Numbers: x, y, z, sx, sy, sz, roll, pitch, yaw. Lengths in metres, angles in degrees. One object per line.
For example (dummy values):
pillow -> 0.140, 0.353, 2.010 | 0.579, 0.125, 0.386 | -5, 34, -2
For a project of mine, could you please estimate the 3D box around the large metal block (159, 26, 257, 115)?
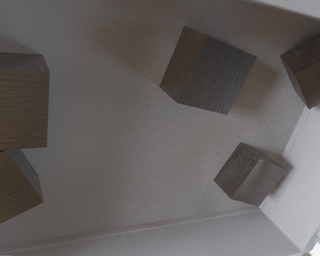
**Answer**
large metal block -> 0.058, -0.069, 0.381 | 0.081, 0.050, 0.079 | 10, 113, -33

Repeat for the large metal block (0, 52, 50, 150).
large metal block -> -0.152, -0.026, 0.293 | 0.081, 0.050, 0.079 | -3, 120, -27

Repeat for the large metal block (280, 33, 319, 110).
large metal block -> 0.235, -0.086, 0.451 | 0.080, 0.050, 0.080 | -29, 132, 17

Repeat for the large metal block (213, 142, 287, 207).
large metal block -> 0.152, 0.080, 0.525 | 0.080, 0.050, 0.080 | 22, 106, -36

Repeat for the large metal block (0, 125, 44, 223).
large metal block -> -0.183, 0.056, 0.327 | 0.080, 0.050, 0.080 | -26, 128, -13
